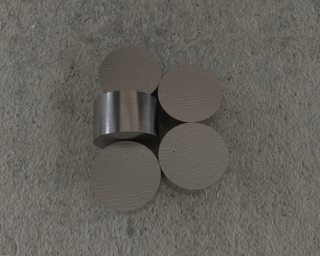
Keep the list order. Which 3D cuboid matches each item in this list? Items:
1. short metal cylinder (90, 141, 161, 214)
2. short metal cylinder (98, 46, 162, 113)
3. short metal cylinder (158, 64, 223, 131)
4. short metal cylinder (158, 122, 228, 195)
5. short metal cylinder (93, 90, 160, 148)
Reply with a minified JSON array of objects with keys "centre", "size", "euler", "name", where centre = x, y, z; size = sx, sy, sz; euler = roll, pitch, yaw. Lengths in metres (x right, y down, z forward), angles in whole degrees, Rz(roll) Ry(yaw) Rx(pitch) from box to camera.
[{"centre":[-0.039,0.061,0.373],"size":[0.080,0.050,0.080],"euler":[0,70,1],"name":"short metal cylinder"},{"centre":[-0.038,-0.062,0.418],"size":[0.080,0.050,0.080],"euler":[0,70,1],"name":"short metal cylinder"},{"centre":[0.038,-0.036,0.409],"size":[0.081,0.050,0.080],"euler":[0,71,0],"name":"short metal cylinder"},{"centre":[0.039,0.039,0.381],"size":[0.080,0.050,0.080],"euler":[0,70,1],"name":"short metal cylinder"},{"centre":[-0.041,-0.006,0.382],"size":[0.081,0.080,0.050],"euler":[-3,70,-1],"name":"short metal cylinder"}]
